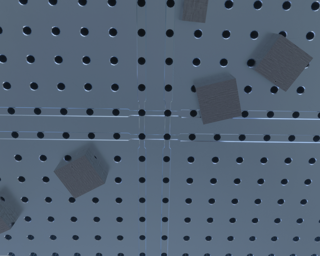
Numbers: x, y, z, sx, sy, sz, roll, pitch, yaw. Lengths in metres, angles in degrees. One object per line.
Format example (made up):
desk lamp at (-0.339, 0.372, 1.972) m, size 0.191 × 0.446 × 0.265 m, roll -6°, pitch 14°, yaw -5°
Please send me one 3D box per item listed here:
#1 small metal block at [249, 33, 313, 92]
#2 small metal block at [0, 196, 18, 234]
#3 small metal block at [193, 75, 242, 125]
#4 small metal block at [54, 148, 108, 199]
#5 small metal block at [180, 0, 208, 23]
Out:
small metal block at (0.149, -0.081, 0.386) m, size 0.050 × 0.025 × 0.050 m, roll 31°, pitch 107°, yaw -11°
small metal block at (-0.252, 0.133, 0.459) m, size 0.050 × 0.025 × 0.050 m, roll -25°, pitch 109°, yaw 8°
small metal block at (0.074, -0.037, 0.401) m, size 0.050 × 0.025 × 0.050 m, roll -13°, pitch 110°, yaw 4°
small metal block at (-0.110, 0.064, 0.435) m, size 0.050 × 0.025 × 0.050 m, roll -28°, pitch 108°, yaw 9°
small metal block at (0.038, -0.146, 0.347) m, size 0.025 × 0.050 × 0.050 m, roll 5°, pitch 110°, yaw -2°
